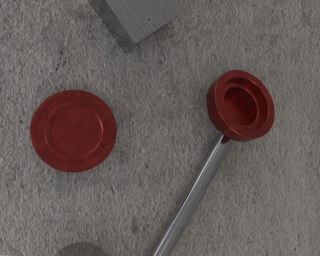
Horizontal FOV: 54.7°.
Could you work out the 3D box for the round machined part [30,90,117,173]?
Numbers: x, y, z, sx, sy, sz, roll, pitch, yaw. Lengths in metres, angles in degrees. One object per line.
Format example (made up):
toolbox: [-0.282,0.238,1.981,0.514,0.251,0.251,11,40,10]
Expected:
round machined part: [-0.099,0.004,0.363,0.099,0.042,0.097,0,90,-20]

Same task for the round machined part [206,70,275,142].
round machined part: [0.106,-0.027,0.429,0.099,0.042,0.098,8,69,-23]

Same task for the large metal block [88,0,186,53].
large metal block: [-0.030,-0.153,0.384,0.080,0.050,0.080,-38,103,-16]

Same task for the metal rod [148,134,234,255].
metal rod: [0.017,0.140,0.415,0.025,0.025,0.300,35,79,-17]

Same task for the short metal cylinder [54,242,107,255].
short metal cylinder: [-0.093,0.183,0.362,0.081,0.050,0.079,0,90,-20]
